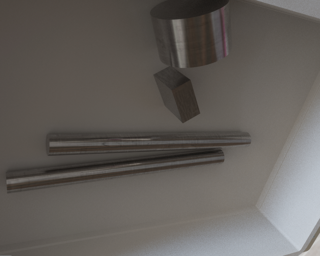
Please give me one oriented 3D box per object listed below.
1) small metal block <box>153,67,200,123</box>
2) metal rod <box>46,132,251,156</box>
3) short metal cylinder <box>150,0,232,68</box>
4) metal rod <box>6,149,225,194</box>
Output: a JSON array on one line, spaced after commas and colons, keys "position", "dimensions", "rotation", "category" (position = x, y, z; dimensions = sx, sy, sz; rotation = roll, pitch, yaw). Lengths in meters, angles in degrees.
[{"position": [0.020, -0.042, 0.379], "dimensions": [0.025, 0.050, 0.050], "rotation": [-30, 129, -10], "category": "small metal block"}, {"position": [0.005, 0.019, 0.424], "dimensions": [0.303, 0.025, 0.025], "rotation": [0, 119, -29], "category": "metal rod"}, {"position": [0.034, -0.105, 0.328], "dimensions": [0.081, 0.080, 0.050], "rotation": [-24, 127, -14], "category": "short metal cylinder"}, {"position": [-0.040, 0.054, 0.421], "dimensions": [0.303, 0.025, 0.025], "rotation": [-4, 120, -27], "category": "metal rod"}]
